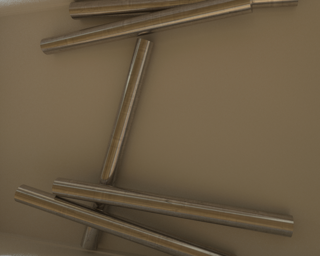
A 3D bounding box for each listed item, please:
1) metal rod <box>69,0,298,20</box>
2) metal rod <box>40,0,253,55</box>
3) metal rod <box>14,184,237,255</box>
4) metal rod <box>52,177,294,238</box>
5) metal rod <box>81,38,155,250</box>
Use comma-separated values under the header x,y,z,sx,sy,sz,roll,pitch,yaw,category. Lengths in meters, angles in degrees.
x,y,z,sx,sy,sz,roll,pitch,yaw,category
0.016,-0.162,0.403,0.301,0.025,0.025,4,91,19,metal rod
-0.035,-0.133,0.409,0.301,0.025,0.025,-4,89,24,metal rod
-0.052,0.130,0.406,0.301,0.025,0.025,15,95,11,metal rod
0.005,0.097,0.390,0.301,0.025,0.025,7,92,13,metal rod
-0.060,0.026,0.430,0.025,0.025,0.298,18,96,19,metal rod
